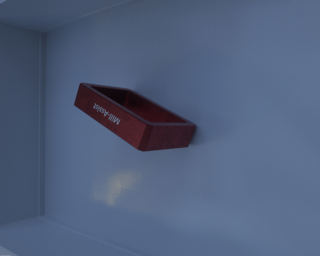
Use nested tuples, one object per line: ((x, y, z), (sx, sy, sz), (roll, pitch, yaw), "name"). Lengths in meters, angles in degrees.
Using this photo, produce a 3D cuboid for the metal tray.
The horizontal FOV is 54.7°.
((-0.032, -0.016, 0.384), (0.130, 0.091, 0.030), (31, 109, 35), "metal tray")
